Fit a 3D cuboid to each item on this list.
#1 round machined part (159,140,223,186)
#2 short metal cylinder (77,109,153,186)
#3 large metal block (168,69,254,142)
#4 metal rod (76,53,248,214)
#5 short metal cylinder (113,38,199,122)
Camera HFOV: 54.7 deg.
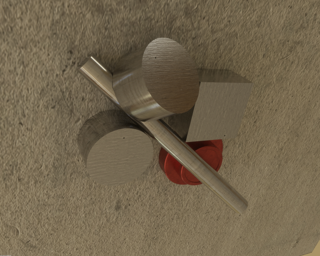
[{"bbox_3d":[0.051,0.045,0.452,0.099,0.042,0.097,-14,124,-21],"label":"round machined part"},{"bbox_3d":[-0.055,0.023,0.378,0.081,0.050,0.079,-14,124,-21],"label":"short metal cylinder"},{"bbox_3d":[0.064,-0.031,0.406,0.081,0.050,0.079,-3,120,-27],"label":"large metal block"},{"bbox_3d":[0.020,0.023,0.389,0.025,0.025,0.300,-45,116,3],"label":"metal rod"},{"bbox_3d":[-0.003,-0.050,0.335,0.081,0.050,0.080,11,74,-40],"label":"short metal cylinder"}]
